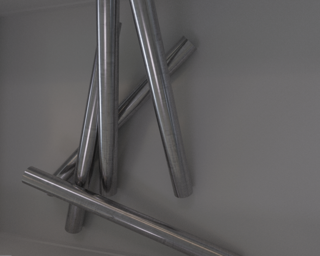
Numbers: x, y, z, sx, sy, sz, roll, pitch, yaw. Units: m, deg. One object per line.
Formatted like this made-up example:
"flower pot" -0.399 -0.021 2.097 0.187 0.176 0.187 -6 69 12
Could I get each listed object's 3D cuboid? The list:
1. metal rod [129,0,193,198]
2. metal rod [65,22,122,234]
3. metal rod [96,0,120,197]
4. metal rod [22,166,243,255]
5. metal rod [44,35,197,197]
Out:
"metal rod" -0.001 -0.052 0.347 0.025 0.025 0.298 -5 113 20
"metal rod" -0.093 0.010 0.412 0.025 0.025 0.298 20 108 19
"metal rod" -0.062 -0.044 0.372 0.025 0.025 0.298 14 118 19
"metal rod" -0.040 0.116 0.398 0.301 0.025 0.025 21 97 8
"metal rod" -0.065 -0.008 0.433 0.299 0.025 0.025 -45 76 14
